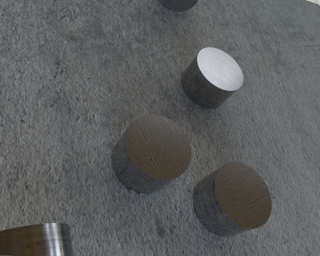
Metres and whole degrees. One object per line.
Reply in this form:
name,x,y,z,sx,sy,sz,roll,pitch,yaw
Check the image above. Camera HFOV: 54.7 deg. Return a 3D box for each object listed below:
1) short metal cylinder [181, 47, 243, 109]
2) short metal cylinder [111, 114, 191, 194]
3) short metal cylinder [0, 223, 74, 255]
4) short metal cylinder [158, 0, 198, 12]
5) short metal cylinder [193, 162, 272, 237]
short metal cylinder,0.080,-0.076,0.477,0.081,0.050,0.080,14,56,-21
short metal cylinder,-0.011,0.031,0.363,0.081,0.050,0.080,14,56,-21
short metal cylinder,-0.109,0.111,0.242,0.081,0.080,0.050,-2,63,-29
short metal cylinder,0.034,-0.253,0.541,0.080,0.080,0.050,25,53,-13
short metal cylinder,0.088,0.088,0.381,0.081,0.050,0.080,14,56,-21
